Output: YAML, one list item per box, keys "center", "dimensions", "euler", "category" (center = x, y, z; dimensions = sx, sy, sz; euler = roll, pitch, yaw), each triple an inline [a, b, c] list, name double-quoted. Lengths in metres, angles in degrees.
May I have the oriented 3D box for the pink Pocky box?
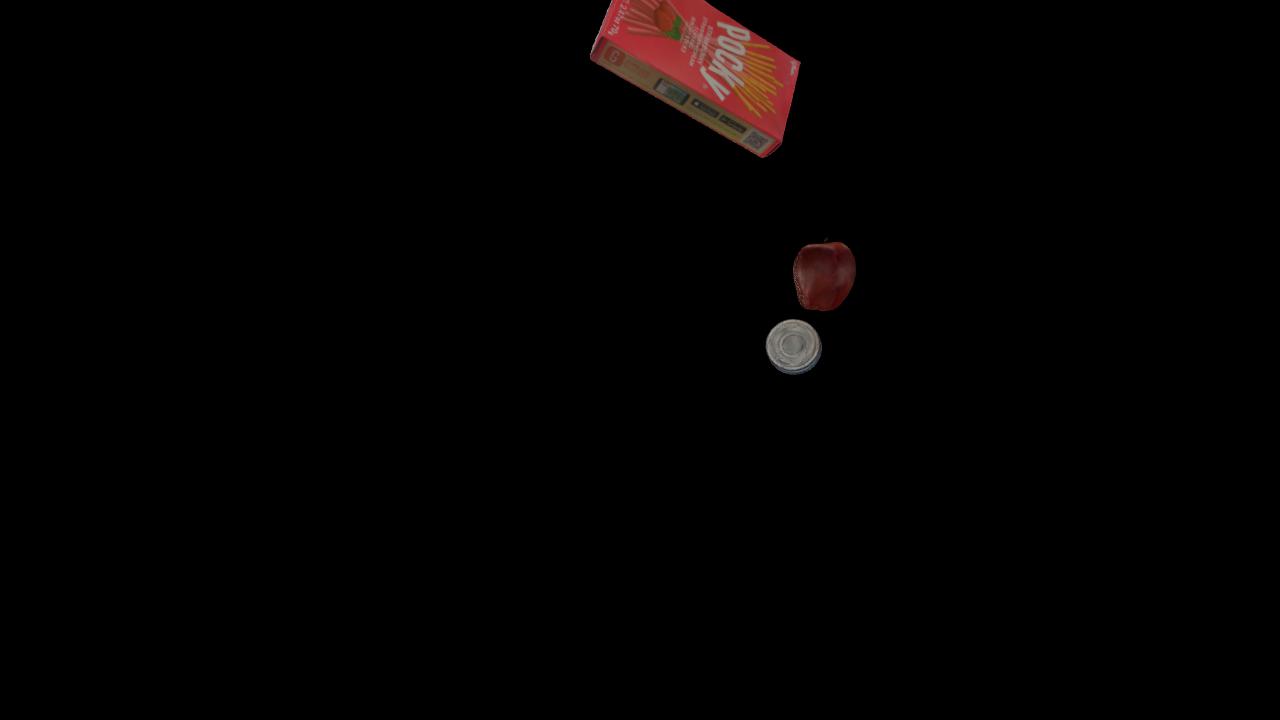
- center: [0.046, -0.224, 0.462]
  dimensions: [0.155, 0.084, 0.029]
  euler: [23, -21, -17]
  category: "pink Pocky box"

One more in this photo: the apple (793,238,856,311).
- center: [0.237, -0.110, 0.792]
  dimensions: [0.079, 0.093, 0.079]
  euler: [0, 11, 0]
  category: "apple"

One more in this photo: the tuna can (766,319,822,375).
- center: [0.239, -0.021, 0.957]
  dimensions: [0.084, 0.084, 0.034]
  euler: [0, -11, 19]
  category: "tuna can"
